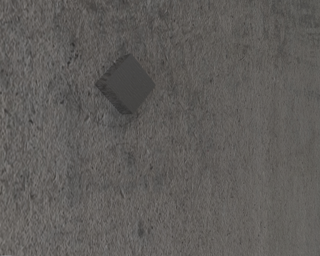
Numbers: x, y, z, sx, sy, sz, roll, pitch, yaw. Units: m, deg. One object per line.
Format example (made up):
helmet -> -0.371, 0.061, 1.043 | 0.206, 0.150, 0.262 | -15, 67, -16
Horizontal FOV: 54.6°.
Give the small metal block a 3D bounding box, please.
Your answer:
small metal block -> -0.040, -0.052, 0.370 | 0.050, 0.025, 0.050 | 50, 61, -28
